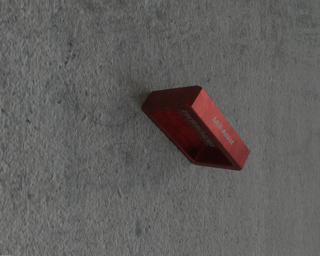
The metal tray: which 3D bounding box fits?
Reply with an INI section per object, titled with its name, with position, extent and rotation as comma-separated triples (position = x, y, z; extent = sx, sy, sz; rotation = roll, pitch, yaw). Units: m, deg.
[metal tray]
position = 0.047, 0.003, 0.406
extent = 0.130, 0.090, 0.030
rotation = 47, 62, -30
